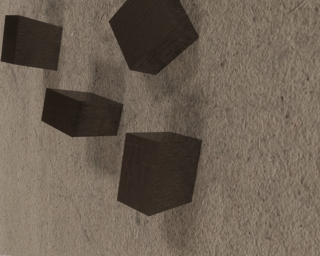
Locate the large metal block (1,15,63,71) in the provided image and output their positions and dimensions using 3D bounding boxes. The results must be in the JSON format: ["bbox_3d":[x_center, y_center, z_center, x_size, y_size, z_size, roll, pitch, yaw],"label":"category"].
[{"bbox_3d":[-0.229,-0.150,0.554,0.050,0.081,0.079,17,101,38],"label":"large metal block"}]

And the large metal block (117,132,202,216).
[{"bbox_3d":[0.001,0.049,0.367,0.050,0.081,0.079,14,99,39],"label":"large metal block"}]

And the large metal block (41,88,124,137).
[{"bbox_3d":[-0.116,-0.023,0.462,0.080,0.081,0.050,21,104,37],"label":"large metal block"}]

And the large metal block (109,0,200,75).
[{"bbox_3d":[-0.010,-0.126,0.395,0.080,0.050,0.080,-36,68,34],"label":"large metal block"}]
